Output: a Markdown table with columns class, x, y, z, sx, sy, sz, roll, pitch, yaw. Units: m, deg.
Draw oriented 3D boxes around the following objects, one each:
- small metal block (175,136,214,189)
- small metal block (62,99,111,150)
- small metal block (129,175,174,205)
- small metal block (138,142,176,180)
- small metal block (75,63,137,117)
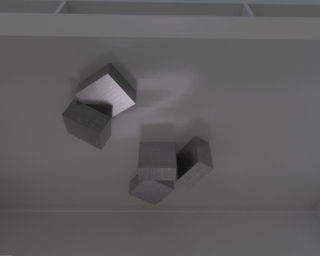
| class | x | y | z | sx | sy | sz | roll | pitch | yaw |
| --- | --- | --- | --- | --- | --- | --- | --- | --- | --- |
| small metal block | 0.046 | 0.048 | 0.434 | 0.025 | 0.050 | 0.050 | 28 | 125 | -22 |
| small metal block | -0.089 | -0.003 | 0.383 | 0.050 | 0.025 | 0.050 | 27 | 154 | 5 |
| small metal block | -0.013 | 0.090 | 0.486 | 0.050 | 0.025 | 0.050 | 29 | 124 | -23 |
| small metal block | -0.004 | 0.046 | 0.431 | 0.050 | 0.050 | 0.025 | 0 | 130 | 0 |
| small metal block | -0.064 | -0.042 | 0.373 | 0.050 | 0.025 | 0.050 | -28 | 125 | 21 |
